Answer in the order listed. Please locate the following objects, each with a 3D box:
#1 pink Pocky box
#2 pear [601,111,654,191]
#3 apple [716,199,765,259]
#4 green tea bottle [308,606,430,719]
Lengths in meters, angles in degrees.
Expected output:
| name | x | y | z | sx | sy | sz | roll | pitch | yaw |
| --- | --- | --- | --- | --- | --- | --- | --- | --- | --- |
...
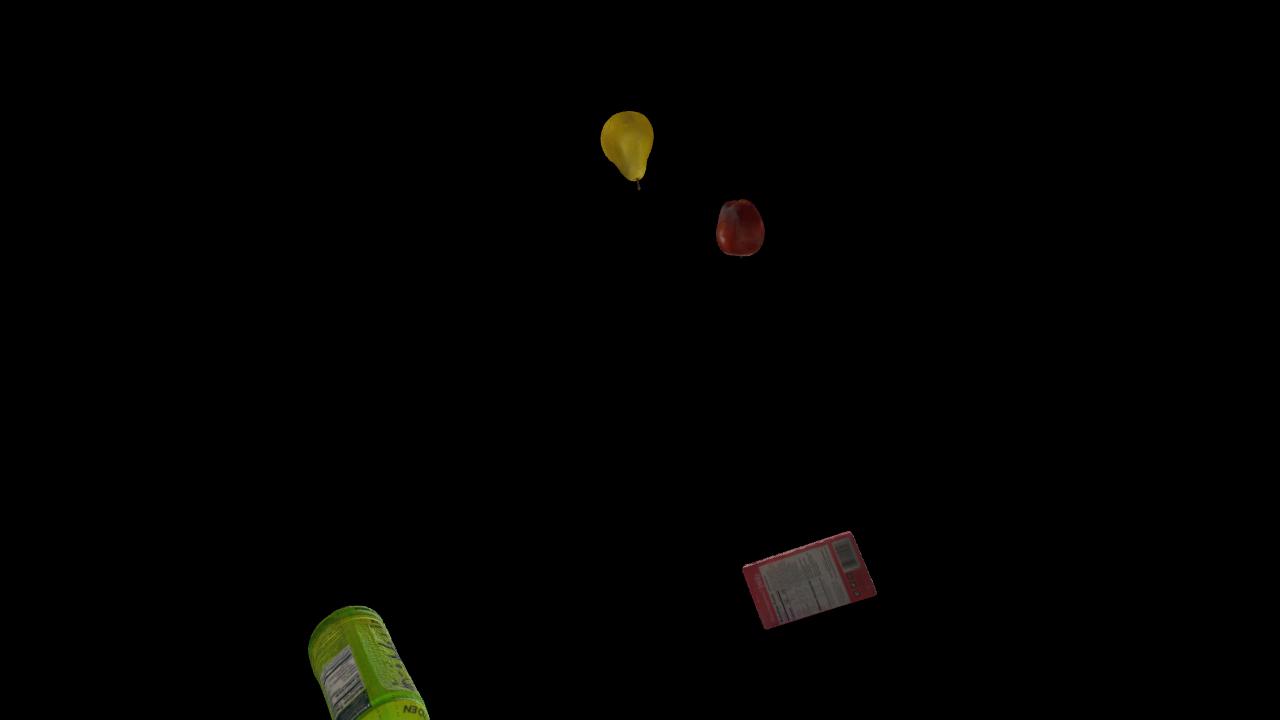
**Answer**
| name | x | y | z | sx | sy | sz | roll | pitch | yaw |
| --- | --- | --- | --- | --- | --- | --- | --- | --- | --- |
| pink Pocky box | 0.223 | 0.292 | 0.818 | 0.155 | 0.084 | 0.029 | -22 | -11 | 10 |
| pear | -0.012 | -0.293 | 0.879 | 0.080 | 0.111 | 0.080 | -10 | 4 | 1 |
| apple | 0.162 | -0.210 | 0.990 | 0.079 | 0.093 | 0.079 | -5 | 23 | 2 |
| green tea bottle | -0.227 | 0.292 | 0.521 | 0.073 | 0.073 | 0.212 | 0 | 12 | -36 |
